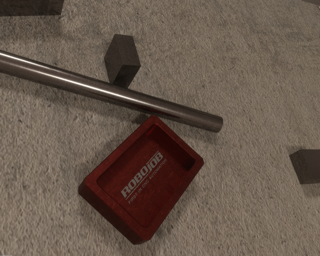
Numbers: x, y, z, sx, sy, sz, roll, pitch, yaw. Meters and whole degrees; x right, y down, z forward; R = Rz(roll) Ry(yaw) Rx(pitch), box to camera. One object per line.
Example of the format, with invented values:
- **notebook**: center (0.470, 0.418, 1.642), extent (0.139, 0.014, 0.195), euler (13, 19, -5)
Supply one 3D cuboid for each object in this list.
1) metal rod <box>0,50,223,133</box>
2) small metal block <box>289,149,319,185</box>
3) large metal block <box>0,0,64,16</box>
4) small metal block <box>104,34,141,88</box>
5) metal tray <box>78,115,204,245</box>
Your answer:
- **metal rod**: center (-0.051, -0.041, 0.402), extent (0.302, 0.025, 0.025), euler (15, 56, -20)
- **small metal block**: center (0.245, 0.062, 0.501), extent (0.050, 0.025, 0.050), euler (2, 61, -27)
- **large metal block**: center (-0.181, -0.198, 0.411), extent (0.081, 0.050, 0.080), euler (-16, 71, -35)
- **small metal block**: center (-0.052, -0.089, 0.415), extent (0.025, 0.050, 0.050), euler (-2, 63, -29)
- **metal tray**: center (-0.016, 0.054, 0.359), extent (0.090, 0.030, 0.131), euler (43, 51, 1)
